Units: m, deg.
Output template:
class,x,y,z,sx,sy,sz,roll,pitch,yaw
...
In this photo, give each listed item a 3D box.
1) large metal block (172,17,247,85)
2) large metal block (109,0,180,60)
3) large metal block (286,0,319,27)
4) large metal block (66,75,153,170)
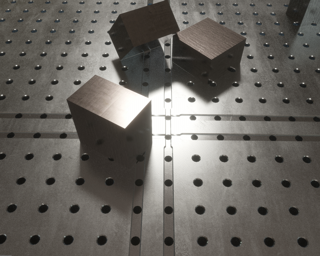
class,x,y,z,sx,sy,sz,roll,pitch,yaw
large metal block,0.077,-0.125,0.498,0.080,0.050,0.080,-35,58,-26
large metal block,-0.027,-0.153,0.492,0.081,0.080,0.050,-25,97,-20
large metal block,0.298,-0.245,0.582,0.081,0.080,0.050,-13,52,-11
large metal block,-0.057,-0.007,0.377,0.080,0.080,0.050,26,55,19
